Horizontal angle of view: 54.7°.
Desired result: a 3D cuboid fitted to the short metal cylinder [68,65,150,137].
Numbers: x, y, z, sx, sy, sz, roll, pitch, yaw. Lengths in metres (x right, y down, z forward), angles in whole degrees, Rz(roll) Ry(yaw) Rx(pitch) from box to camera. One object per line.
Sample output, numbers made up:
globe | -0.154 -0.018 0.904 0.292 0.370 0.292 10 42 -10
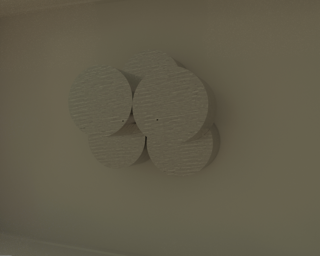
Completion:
short metal cylinder | -0.058 -0.030 0.363 0.080 0.050 0.080 0 90 20

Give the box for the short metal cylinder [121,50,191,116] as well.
short metal cylinder | -0.005 -0.055 0.397 0.080 0.050 0.080 0 90 20

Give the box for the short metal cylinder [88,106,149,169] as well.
short metal cylinder | -0.047 0.011 0.412 0.080 0.050 0.080 0 90 20

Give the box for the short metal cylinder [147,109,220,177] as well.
short metal cylinder | 0.030 0.017 0.385 0.080 0.050 0.080 0 90 20

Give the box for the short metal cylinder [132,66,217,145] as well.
short metal cylinder | 0.017 -0.023 0.335 0.080 0.050 0.080 0 90 20
